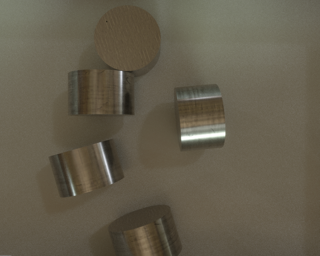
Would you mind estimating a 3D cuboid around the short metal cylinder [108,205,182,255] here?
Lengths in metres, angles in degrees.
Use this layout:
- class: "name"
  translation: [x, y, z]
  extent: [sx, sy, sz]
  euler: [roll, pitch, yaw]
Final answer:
- class: "short metal cylinder"
  translation: [-0.018, 0.135, 0.384]
  extent: [0.080, 0.080, 0.050]
  euler: [-17, 90, 0]

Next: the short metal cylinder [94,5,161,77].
- class: "short metal cylinder"
  translation: [-0.039, -0.109, 0.398]
  extent: [0.081, 0.050, 0.079]
  euler: [0, 90, -1]

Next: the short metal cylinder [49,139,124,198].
- class: "short metal cylinder"
  translation: [-0.090, 0.048, 0.383]
  extent: [0.080, 0.080, 0.050]
  euler: [-16, 90, 0]

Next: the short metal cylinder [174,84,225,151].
- class: "short metal cylinder"
  translation: [0.047, -0.013, 0.385]
  extent: [0.050, 0.080, 0.079]
  euler: [-6, 90, 0]

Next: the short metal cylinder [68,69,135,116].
- class: "short metal cylinder"
  translation: [-0.072, -0.040, 0.383]
  extent: [0.081, 0.080, 0.050]
  euler: [0, 90, -1]
